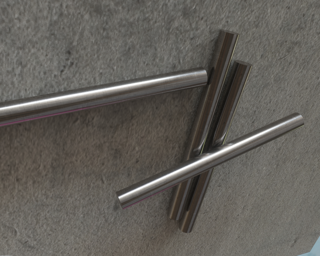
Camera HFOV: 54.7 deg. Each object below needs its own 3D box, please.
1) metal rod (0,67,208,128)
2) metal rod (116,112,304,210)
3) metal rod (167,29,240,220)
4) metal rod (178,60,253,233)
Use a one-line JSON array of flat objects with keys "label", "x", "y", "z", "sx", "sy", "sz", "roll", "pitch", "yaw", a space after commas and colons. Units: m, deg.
[{"label": "metal rod", "x": -0.083, "y": -0.032, "z": 0.342, "sx": 0.302, "sy": 0.025, "sz": 0.025, "roll": -14, "pitch": 124, "yaw": -21}, {"label": "metal rod", "x": 0.082, "y": 0.041, "z": 0.445, "sx": 0.302, "sy": 0.025, "sz": 0.025, "roll": -22, "pitch": 127, "yaw": -16}, {"label": "metal rod", "x": 0.055, "y": 0.012, "z": 0.446, "sx": 0.025, "sy": 0.025, "sz": 0.298, "roll": -1, "pitch": 119, "yaw": -28}, {"label": "metal rod", "x": 0.078, "y": 0.043, "z": 0.478, "sx": 0.025, "sy": 0.025, "sz": 0.298, "roll": 0, "pitch": 119, "yaw": -29}]
